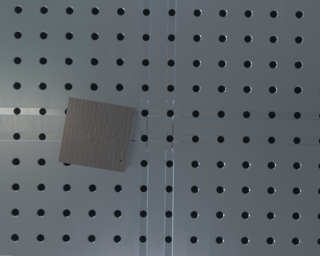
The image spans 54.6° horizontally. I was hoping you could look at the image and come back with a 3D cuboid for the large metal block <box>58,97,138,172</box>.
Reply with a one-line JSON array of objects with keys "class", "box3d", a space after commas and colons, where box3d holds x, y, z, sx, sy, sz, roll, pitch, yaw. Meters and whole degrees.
[{"class": "large metal block", "box3d": [-0.077, 0.008, 0.400, 0.080, 0.050, 0.080, 9, 90, 0]}]
